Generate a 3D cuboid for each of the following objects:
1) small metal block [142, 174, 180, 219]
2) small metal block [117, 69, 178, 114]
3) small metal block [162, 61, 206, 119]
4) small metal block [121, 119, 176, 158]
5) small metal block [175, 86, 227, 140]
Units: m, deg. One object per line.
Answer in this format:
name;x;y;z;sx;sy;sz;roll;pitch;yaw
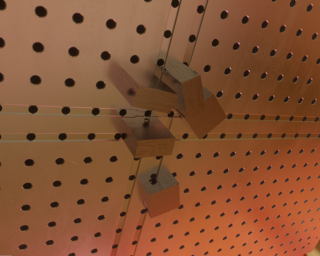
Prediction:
small metal block;0.002;0.105;0.476;0.050;0.025;0.050;-17;125;-19
small metal block;-0.015;-0.042;0.360;0.050;0.050;0.025;9;114;-32
small metal block;0.029;-0.047;0.381;0.025;0.050;0.050;-24;127;-14
small metal block;-0.016;0.012;0.393;0.050;0.050;0.025;-2;120;-27
small metal block;0.058;-0.020;0.430;0.050;0.025;0.050;-40;129;-1
